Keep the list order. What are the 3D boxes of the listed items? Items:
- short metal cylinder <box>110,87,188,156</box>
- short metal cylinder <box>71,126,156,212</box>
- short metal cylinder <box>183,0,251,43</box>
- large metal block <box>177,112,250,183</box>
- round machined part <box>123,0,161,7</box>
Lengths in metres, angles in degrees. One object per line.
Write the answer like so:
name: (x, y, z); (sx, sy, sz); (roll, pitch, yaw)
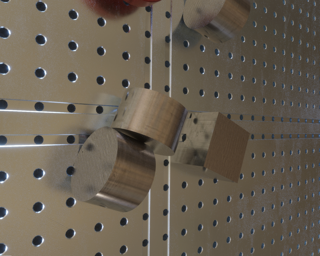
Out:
short metal cylinder: (-0.013, -0.006, 0.363); (0.080, 0.080, 0.050); (32, 70, -36)
short metal cylinder: (-0.051, 0.045, 0.331); (0.050, 0.080, 0.080); (28, 72, -37)
short metal cylinder: (0.079, -0.168, 0.439); (0.050, 0.080, 0.080); (16, 80, -39)
large metal block: (0.082, 0.029, 0.462); (0.080, 0.050, 0.080); (29, 72, -36)
round machined part: (-0.032, -0.195, 0.371); (0.099, 0.042, 0.097); (0, 90, -40)
